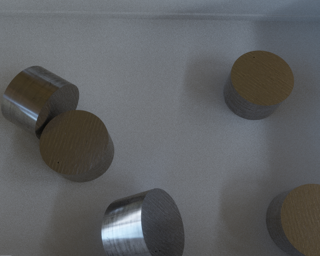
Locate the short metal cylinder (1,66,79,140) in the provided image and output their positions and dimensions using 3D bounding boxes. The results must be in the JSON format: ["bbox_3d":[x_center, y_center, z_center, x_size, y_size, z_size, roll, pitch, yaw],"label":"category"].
[{"bbox_3d":[-0.148,-0.031,0.390,0.050,0.080,0.080,29,73,10],"label":"short metal cylinder"}]

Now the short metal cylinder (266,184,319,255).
[{"bbox_3d":[0.171,0.109,0.359,0.081,0.050,0.080,0,70,0],"label":"short metal cylinder"}]

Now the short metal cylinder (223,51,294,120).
[{"bbox_3d":[0.131,-0.057,0.419,0.081,0.050,0.080,0,70,0],"label":"short metal cylinder"}]

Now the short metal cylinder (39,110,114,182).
[{"bbox_3d":[-0.101,0.024,0.386,0.081,0.050,0.080,0,70,0],"label":"short metal cylinder"}]

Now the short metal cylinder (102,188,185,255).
[{"bbox_3d":[-0.016,0.110,0.332,0.050,0.080,0.080,-22,68,27],"label":"short metal cylinder"}]
